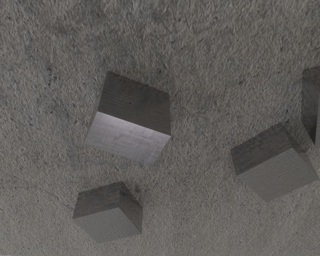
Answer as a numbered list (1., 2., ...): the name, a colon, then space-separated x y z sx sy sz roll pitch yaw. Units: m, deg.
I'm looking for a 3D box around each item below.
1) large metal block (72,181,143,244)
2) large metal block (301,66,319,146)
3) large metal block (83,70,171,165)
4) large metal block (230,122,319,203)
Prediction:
1. large metal block: -0.083 0.140 0.509 0.080 0.050 0.080 -18 128 14
2. large metal block: 0.218 -0.031 0.366 0.080 0.050 0.080 -11 129 9
3. large metal block: -0.035 -0.013 0.360 0.081 0.080 0.050 19 128 -16
4. large metal block: 0.159 0.050 0.435 0.080 0.050 0.080 -34 123 25
